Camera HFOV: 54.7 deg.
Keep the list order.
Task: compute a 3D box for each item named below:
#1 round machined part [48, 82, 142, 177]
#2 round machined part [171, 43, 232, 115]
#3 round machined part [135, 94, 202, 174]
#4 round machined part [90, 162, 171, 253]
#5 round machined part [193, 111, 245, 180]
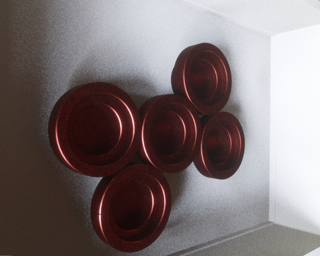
[{"bbox_3d":[-0.072,0.001,0.332,0.099,0.042,0.097,0,90,-40],"label":"round machined part"},{"bbox_3d":[0.054,-0.067,0.437,0.099,0.042,0.097,0,90,-40],"label":"round machined part"},{"bbox_3d":[0.005,0.007,0.395,0.099,0.042,0.097,0,90,-40],"label":"round machined part"},{"bbox_3d":[-0.037,0.089,0.361,0.099,0.042,0.097,0,90,-40],"label":"round machined part"},{"bbox_3d":[0.079,0.025,0.458,0.099,0.042,0.097,0,90,-40],"label":"round machined part"}]
